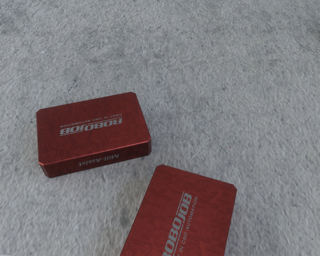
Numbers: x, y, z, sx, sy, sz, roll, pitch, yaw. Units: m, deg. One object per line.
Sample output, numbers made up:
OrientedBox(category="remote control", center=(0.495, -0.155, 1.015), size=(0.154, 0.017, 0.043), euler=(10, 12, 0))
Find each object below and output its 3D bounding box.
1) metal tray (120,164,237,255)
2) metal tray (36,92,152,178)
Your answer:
OrientedBox(category="metal tray", center=(0.020, 0.107, 0.311), size=(0.090, 0.030, 0.130), euler=(15, 51, 11))
OrientedBox(category="metal tray", center=(-0.085, 0.005, 0.395), size=(0.131, 0.030, 0.090), euler=(-12, 51, -11))
